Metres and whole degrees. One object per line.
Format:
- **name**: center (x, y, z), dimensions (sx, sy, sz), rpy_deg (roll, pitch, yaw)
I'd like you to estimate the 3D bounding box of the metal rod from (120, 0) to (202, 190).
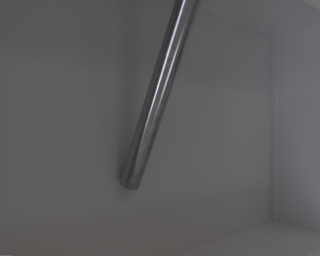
- **metal rod**: center (0.008, -0.066, 0.330), dimensions (0.025, 0.025, 0.298), rpy_deg (2, 115, -40)
